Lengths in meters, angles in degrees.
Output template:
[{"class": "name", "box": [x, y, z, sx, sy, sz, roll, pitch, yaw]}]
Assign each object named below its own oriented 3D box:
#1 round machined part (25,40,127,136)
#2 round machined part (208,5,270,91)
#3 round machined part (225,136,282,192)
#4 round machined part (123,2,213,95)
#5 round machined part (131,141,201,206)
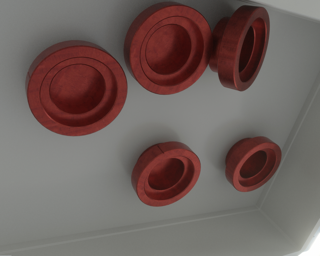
[{"class": "round machined part", "box": [-0.088, -0.044, 0.324, 0.099, 0.042, 0.097, -14, 125, -21]}, {"class": "round machined part", "box": [0.092, -0.096, 0.374, 0.099, 0.042, 0.097, -34, 135, -43]}, {"class": "round machined part", "box": [0.149, 0.055, 0.516, 0.099, 0.042, 0.097, -14, 125, -21]}, {"class": "round machined part", "box": [0.006, -0.090, 0.346, 0.099, 0.042, 0.097, -14, 124, -20]}, {"class": "round machined part", "box": [0.005, 0.060, 0.439, 0.099, 0.042, 0.097, -14, 125, -21]}]
